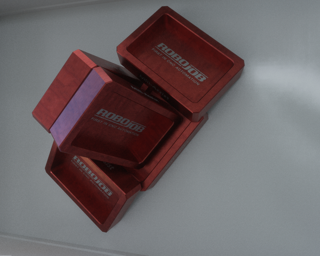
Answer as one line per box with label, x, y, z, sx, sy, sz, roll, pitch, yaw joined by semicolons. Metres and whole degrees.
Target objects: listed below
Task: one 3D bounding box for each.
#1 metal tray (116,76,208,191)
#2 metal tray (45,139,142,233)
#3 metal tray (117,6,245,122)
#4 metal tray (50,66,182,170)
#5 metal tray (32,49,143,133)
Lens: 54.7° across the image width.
metal tray;-0.011;0.006;0.409;0.090;0.030;0.130;41;102;15
metal tray;-0.095;0.067;0.420;0.130;0.030;0.089;41;127;14
metal tray;0.024;-0.081;0.379;0.130;0.030;0.090;41;77;15
metal tray;-0.044;-0.004;0.355;0.090;0.131;0.030;-52;51;12
metal tray;-0.079;-0.037;0.379;0.030;0.130;0.090;42;103;15
